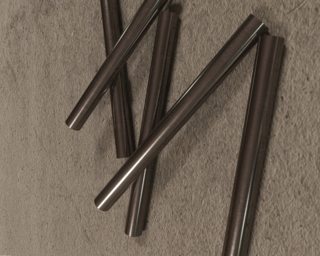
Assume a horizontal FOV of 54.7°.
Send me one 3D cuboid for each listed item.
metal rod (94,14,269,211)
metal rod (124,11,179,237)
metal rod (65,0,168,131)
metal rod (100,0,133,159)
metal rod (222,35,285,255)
[{"bbox_3d":[0.012,-0.003,0.371,0.299,0.025,0.025,-50,61,20],"label":"metal rod"},{"bbox_3d":[-0.013,0.000,0.413,0.025,0.025,0.298,16,100,38],"label":"metal rod"},{"bbox_3d":[-0.041,-0.116,0.413,0.299,0.025,0.025,-52,60,18],"label":"metal rod"},{"bbox_3d":[-0.067,-0.105,0.457,0.025,0.025,0.298,-11,83,39],"label":"metal rod"},{"bbox_3d":[0.092,0.056,0.328,0.025,0.025,0.298,13,98,39],"label":"metal rod"}]
